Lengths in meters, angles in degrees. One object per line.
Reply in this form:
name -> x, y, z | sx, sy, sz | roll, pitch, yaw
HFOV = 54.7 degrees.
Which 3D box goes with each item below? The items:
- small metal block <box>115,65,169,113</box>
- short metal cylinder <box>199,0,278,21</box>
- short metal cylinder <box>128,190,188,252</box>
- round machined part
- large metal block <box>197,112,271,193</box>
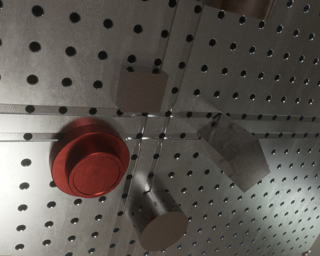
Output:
small metal block -> -0.022, -0.046, 0.372 | 0.050, 0.025, 0.050 | -1, 119, -28
short metal cylinder -> 0.087, -0.151, 0.332 | 0.081, 0.080, 0.050 | -1, 119, -29
short metal cylinder -> -0.003, 0.145, 0.485 | 0.081, 0.050, 0.079 | -14, 124, -21
round machined part -> -0.084, 0.048, 0.385 | 0.099, 0.042, 0.097 | -14, 124, -21
large metal block -> 0.109, 0.036, 0.460 | 0.050, 0.080, 0.080 | -37, 130, -4
